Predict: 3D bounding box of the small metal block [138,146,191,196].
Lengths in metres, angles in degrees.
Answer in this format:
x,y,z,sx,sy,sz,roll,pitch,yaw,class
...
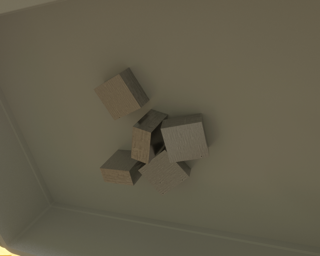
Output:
x,y,z,sx,sy,sz,roll,pitch,yaw,class
0.007,0.058,0.432,0.050,0.025,0.050,-39,97,20,small metal block

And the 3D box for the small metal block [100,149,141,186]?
x,y,z,sx,sy,sz,roll,pitch,yaw,class
-0.051,0.057,0.454,0.050,0.050,0.025,2,119,28,small metal block

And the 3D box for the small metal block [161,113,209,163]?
x,y,z,sx,sy,sz,roll,pitch,yaw,class
0.033,0.013,0.390,0.050,0.025,0.050,-10,115,12,small metal block

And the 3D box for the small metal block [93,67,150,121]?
x,y,z,sx,sy,sz,roll,pitch,yaw,class
-0.050,-0.044,0.408,0.050,0.025,0.050,-22,107,36,small metal block

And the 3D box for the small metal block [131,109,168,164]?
x,y,z,sx,sy,sz,roll,pitch,yaw,class
-0.013,0.011,0.406,0.025,0.050,0.050,19,126,18,small metal block
